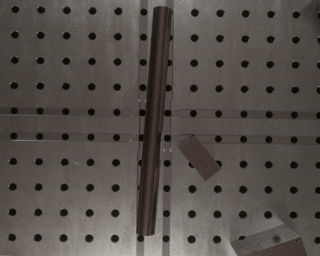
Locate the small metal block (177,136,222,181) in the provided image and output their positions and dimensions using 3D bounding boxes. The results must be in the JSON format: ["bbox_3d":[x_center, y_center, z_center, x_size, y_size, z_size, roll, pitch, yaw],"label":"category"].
[{"bbox_3d":[0.049,0.038,0.402,0.025,0.050,0.050,-39,91,0],"label":"small metal block"}]

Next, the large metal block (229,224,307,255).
[{"bbox_3d":[0.147,0.183,0.403,0.080,0.050,0.080,-19,90,-1],"label":"large metal block"}]

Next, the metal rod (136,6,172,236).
[{"bbox_3d":[-0.008,-0.009,0.413,0.025,0.025,0.298,4,90,-1],"label":"metal rod"}]
